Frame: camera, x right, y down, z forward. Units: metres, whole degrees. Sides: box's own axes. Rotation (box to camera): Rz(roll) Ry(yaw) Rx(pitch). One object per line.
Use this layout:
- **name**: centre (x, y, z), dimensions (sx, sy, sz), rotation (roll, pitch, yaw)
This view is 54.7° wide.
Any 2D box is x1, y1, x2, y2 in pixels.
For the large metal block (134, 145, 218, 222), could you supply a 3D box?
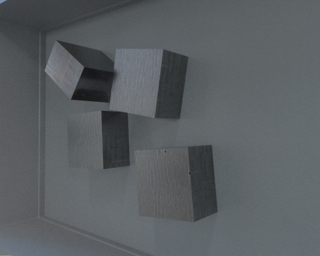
- **large metal block**: centre (0.018, 0.064, 0.374), dimensions (0.080, 0.050, 0.080), rotation (-7, 86, 39)

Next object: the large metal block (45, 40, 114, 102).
- **large metal block**: centre (-0.108, -0.081, 0.457), dimensions (0.080, 0.081, 0.050), rotation (43, 116, 31)

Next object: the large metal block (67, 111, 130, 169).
- **large metal block**: centre (-0.093, 0.018, 0.465), dimensions (0.080, 0.050, 0.080), rotation (-4, 88, 39)

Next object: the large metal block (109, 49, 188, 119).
- **large metal block**: centre (-0.016, -0.058, 0.402), dimensions (0.080, 0.050, 0.079), rotation (12, 98, 39)
